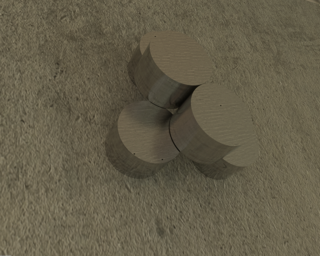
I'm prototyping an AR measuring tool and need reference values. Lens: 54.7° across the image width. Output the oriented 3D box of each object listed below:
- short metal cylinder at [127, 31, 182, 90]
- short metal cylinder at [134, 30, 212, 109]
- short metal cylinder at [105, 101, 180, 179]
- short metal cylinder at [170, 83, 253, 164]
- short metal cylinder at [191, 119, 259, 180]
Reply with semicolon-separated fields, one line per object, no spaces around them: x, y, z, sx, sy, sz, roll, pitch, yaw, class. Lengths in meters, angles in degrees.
-0.001;-0.091;0.444;0.081;0.050;0.080;14;56;-21;short metal cylinder
0.015;-0.070;0.375;0.081;0.050;0.080;13;56;-20;short metal cylinder
-0.020;0.015;0.369;0.081;0.050;0.080;14;56;-21;short metal cylinder
0.058;-0.005;0.358;0.081;0.050;0.080;14;56;-21;short metal cylinder
0.085;0.024;0.419;0.081;0.050;0.080;14;56;-21;short metal cylinder
